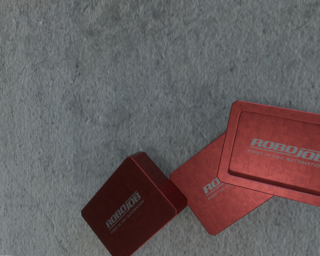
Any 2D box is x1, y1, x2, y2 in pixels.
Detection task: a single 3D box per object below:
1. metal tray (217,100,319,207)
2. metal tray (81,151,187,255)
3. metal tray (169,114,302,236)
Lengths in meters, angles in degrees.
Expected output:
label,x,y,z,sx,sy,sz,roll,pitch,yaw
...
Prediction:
label,x,y,z,sx,sy,sz,roll,pitch,yaw
metal tray,0.134,0.026,0.326,0.130,0.030,0.089,12,92,17
metal tray,-0.038,0.105,0.402,0.090,0.030,0.129,48,118,13
metal tray,0.088,0.056,0.375,0.130,0.030,0.090,-40,78,15
